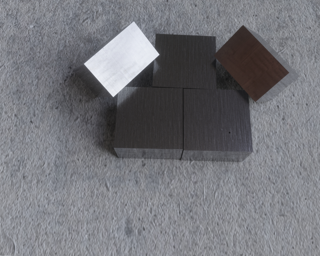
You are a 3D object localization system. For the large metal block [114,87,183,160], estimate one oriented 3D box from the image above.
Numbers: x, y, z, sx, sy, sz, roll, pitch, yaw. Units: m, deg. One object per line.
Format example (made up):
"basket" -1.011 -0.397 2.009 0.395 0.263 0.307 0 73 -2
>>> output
"large metal block" -0.013 -0.005 0.397 0.081 0.050 0.080 1 70 0

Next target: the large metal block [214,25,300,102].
"large metal block" 0.128 -0.081 0.405 0.050 0.080 0.080 -45 72 27

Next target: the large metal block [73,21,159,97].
"large metal block" -0.060 -0.085 0.403 0.080 0.080 0.050 -45 111 -15

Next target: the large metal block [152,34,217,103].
"large metal block" 0.033 -0.079 0.426 0.081 0.050 0.080 3 70 0

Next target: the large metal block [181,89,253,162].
"large metal block" 0.069 -0.002 0.396 0.081 0.050 0.080 1 70 0
